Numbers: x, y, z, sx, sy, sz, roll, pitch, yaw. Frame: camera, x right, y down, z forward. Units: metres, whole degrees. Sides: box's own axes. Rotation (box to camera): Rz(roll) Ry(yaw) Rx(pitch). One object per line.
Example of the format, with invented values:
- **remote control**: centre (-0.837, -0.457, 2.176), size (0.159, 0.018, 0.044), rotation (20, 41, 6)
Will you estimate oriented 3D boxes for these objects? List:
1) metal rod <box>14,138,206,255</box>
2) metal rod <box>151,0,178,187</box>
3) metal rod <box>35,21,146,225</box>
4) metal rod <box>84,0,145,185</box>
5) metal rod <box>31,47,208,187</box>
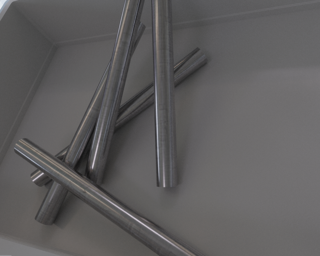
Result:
- **metal rod**: centre (-0.067, 0.084, 0.358), size (0.300, 0.025, 0.025), rotation (26, 76, 26)
- **metal rod**: centre (0.004, -0.081, 0.376), size (0.025, 0.025, 0.298), rotation (-4, 84, 26)
- **metal rod**: centre (-0.093, -0.012, 0.425), size (0.025, 0.025, 0.299), rotation (21, 84, 36)
- **metal rod**: centre (-0.055, -0.072, 0.406), size (0.025, 0.025, 0.298), rotation (15, 92, 34)
- **metal rod**: centre (-0.060, -0.014, 0.445), size (0.300, 0.025, 0.025), rotation (-37, 51, 3)
